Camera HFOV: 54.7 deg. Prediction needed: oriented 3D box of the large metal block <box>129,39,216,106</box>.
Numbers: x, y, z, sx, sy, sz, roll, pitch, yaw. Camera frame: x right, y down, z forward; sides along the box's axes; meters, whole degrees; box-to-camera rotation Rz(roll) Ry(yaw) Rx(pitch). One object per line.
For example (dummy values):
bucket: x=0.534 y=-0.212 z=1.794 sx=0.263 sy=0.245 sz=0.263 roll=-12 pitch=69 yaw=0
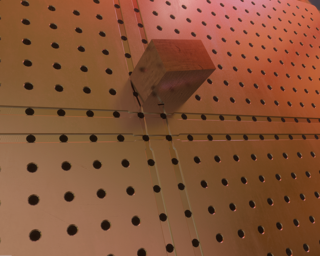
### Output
large metal block: x=0.015 y=-0.076 z=0.429 sx=0.081 sy=0.080 sz=0.050 roll=-10 pitch=67 yaw=-33
